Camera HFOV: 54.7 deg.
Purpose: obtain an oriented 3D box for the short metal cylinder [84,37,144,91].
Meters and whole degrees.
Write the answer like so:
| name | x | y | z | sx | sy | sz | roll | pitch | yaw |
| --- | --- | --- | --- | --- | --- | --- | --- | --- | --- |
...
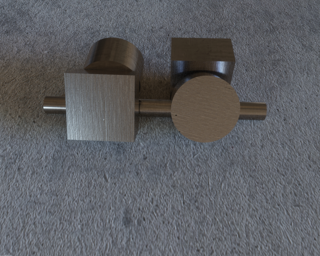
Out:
| name | x | y | z | sx | sy | sz | roll | pitch | yaw |
| --- | --- | --- | --- | --- | --- | --- | --- | --- | --- |
| short metal cylinder | -0.065 | -0.078 | 0.434 | 0.080 | 0.080 | 0.050 | 3 | 50 | 2 |

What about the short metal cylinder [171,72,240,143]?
| name | x | y | z | sx | sy | sz | roll | pitch | yaw |
| --- | --- | --- | --- | --- | --- | --- | --- | --- | --- |
| short metal cylinder | 0.054 | -0.027 | 0.385 | 0.080 | 0.079 | 0.050 | 1 | 15 | 1 |

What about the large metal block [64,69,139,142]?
| name | x | y | z | sx | sy | sz | roll | pitch | yaw |
| --- | --- | --- | --- | --- | --- | --- | --- | --- | --- |
| large metal block | -0.069 | -0.030 | 0.385 | 0.080 | 0.079 | 0.050 | 2 | 16 | 1 |

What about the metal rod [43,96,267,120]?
| name | x | y | z | sx | sy | sz | roll | pitch | yaw |
| --- | --- | --- | --- | --- | --- | --- | --- | --- | --- |
| metal rod | -0.007 | -0.028 | 0.430 | 0.302 | 0.025 | 0.025 | 2 | 50 | 1 |

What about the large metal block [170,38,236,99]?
| name | x | y | z | sx | sy | sz | roll | pitch | yaw |
| --- | --- | --- | --- | --- | --- | --- | --- | --- | --- |
| large metal block | 0.055 | -0.077 | 0.434 | 0.080 | 0.080 | 0.050 | 1 | 50 | 1 |
